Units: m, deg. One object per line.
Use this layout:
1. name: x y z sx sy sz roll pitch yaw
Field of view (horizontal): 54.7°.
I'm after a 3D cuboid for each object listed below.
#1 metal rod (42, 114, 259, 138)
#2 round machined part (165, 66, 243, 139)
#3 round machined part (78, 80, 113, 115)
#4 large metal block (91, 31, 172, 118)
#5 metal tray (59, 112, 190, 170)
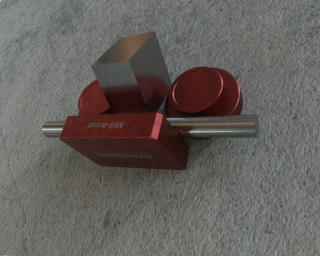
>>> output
1. metal rod: -0.032 0.000 0.394 0.300 0.025 0.025 -1 61 27
2. round machined part: 0.050 -0.038 0.389 0.098 0.042 0.098 -13 56 20
3. round machined part: -0.080 -0.036 0.454 0.098 0.042 0.098 -13 56 20
4. large metal block: -0.030 -0.064 0.390 0.050 0.080 0.080 -2 37 26
5. metal tray: -0.041 0.018 0.372 0.130 0.090 0.030 -1 62 27
